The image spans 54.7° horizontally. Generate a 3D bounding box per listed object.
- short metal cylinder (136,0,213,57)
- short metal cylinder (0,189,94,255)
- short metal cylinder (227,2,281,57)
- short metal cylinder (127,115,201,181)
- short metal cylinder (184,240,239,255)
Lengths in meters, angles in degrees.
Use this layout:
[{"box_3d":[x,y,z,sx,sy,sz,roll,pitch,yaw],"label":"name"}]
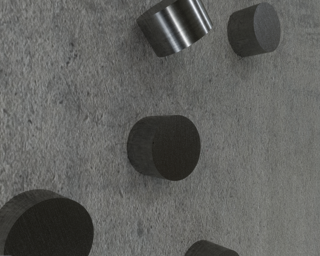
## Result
[{"box_3d":[0.018,-0.131,0.383,0.080,0.080,0.050,-48,119,-29],"label":"short metal cylinder"},{"box_3d":[-0.112,0.102,0.295,0.081,0.050,0.080,0,90,-40],"label":"short metal cylinder"},{"box_3d":[0.159,-0.163,0.521,0.081,0.050,0.080,0,90,-40],"label":"short metal cylinder"},{"box_3d":[0.006,0.024,0.393,0.081,0.050,0.080,0,90,-40],"label":"short metal cylinder"},{"box_3d":[0.076,0.211,0.452,0.081,0.050,0.080,0,90,-40],"label":"short metal cylinder"}]
